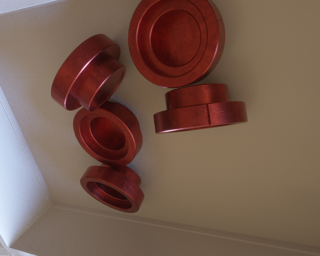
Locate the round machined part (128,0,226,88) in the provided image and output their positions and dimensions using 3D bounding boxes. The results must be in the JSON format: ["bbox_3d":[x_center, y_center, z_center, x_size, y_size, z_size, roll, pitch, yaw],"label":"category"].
[{"bbox_3d":[0.020,-0.092,0.319,0.098,0.042,0.097,7,105,27],"label":"round machined part"}]

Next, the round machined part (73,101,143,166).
[{"bbox_3d":[-0.068,0.003,0.433,0.098,0.042,0.097,14,128,19],"label":"round machined part"}]

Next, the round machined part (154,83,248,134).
[{"bbox_3d":[0.042,-0.021,0.334,0.098,0.099,0.042,-9,87,32],"label":"round machined part"}]

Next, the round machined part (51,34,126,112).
[{"bbox_3d":[-0.077,-0.058,0.366,0.042,0.098,0.097,38,129,3],"label":"round machined part"}]

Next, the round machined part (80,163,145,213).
[{"bbox_3d":[-0.068,0.086,0.474,0.098,0.042,0.097,18,145,14],"label":"round machined part"}]
